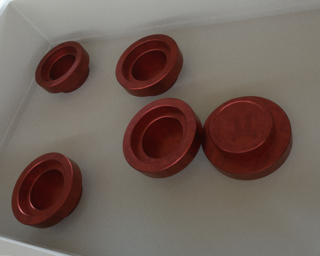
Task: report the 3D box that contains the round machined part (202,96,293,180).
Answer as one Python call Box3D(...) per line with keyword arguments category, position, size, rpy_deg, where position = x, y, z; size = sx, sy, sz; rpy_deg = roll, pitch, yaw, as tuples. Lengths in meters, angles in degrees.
Box3D(category="round machined part", position=(0.092, 0.005, 0.343), size=(0.098, 0.042, 0.098), rpy_deg=(-13, 56, 20))

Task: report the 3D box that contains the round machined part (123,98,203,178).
Box3D(category="round machined part", position=(0.007, 0.015, 0.377), size=(0.098, 0.042, 0.098), rpy_deg=(-16, 55, 24))

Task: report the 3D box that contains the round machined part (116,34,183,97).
Box3D(category="round machined part", position=(-0.012, -0.086, 0.452), size=(0.098, 0.042, 0.098), rpy_deg=(-13, 56, 20))

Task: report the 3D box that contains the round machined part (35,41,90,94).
Box3D(category="round machined part", position=(-0.164, -0.100, 0.540), size=(0.098, 0.042, 0.098), rpy_deg=(-13, 56, 20))

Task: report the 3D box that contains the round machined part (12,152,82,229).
Box3D(category="round machined part", position=(-0.145, 0.085, 0.417), size=(0.098, 0.042, 0.098), rpy_deg=(-13, 56, 20))
